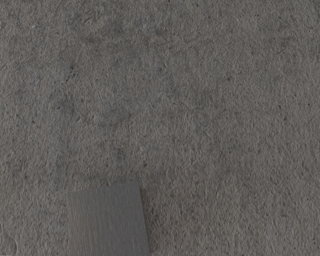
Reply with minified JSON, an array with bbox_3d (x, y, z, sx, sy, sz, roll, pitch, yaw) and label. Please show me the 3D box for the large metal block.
[{"bbox_3d":[-0.057,0.111,0.354,0.081,0.050,0.080,-10,70,-4],"label":"large metal block"}]
